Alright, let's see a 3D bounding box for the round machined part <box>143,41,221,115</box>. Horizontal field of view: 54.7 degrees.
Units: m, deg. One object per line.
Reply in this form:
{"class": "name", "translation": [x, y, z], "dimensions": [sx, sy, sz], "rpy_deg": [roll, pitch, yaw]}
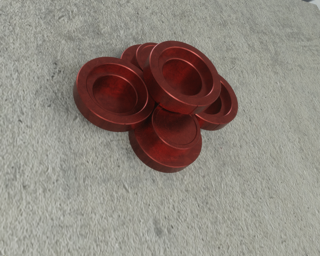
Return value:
{"class": "round machined part", "translation": [0.024, -0.058, 0.390], "dimensions": [0.099, 0.042, 0.098], "rpy_deg": [14, 56, -21]}

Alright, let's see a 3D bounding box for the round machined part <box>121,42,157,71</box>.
{"class": "round machined part", "translation": [-0.009, -0.082, 0.441], "dimensions": [0.099, 0.042, 0.098], "rpy_deg": [14, 56, -21]}

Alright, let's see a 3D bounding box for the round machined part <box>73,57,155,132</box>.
{"class": "round machined part", "translation": [-0.059, -0.037, 0.386], "dimensions": [0.099, 0.042, 0.098], "rpy_deg": [14, 56, -21]}

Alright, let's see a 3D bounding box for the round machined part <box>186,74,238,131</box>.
{"class": "round machined part", "translation": [0.061, -0.038, 0.453], "dimensions": [0.099, 0.042, 0.098], "rpy_deg": [14, 56, -21]}

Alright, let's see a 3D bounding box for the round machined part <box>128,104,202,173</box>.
{"class": "round machined part", "translation": [0.013, 0.005, 0.400], "dimensions": [0.099, 0.042, 0.098], "rpy_deg": [14, 56, -21]}
